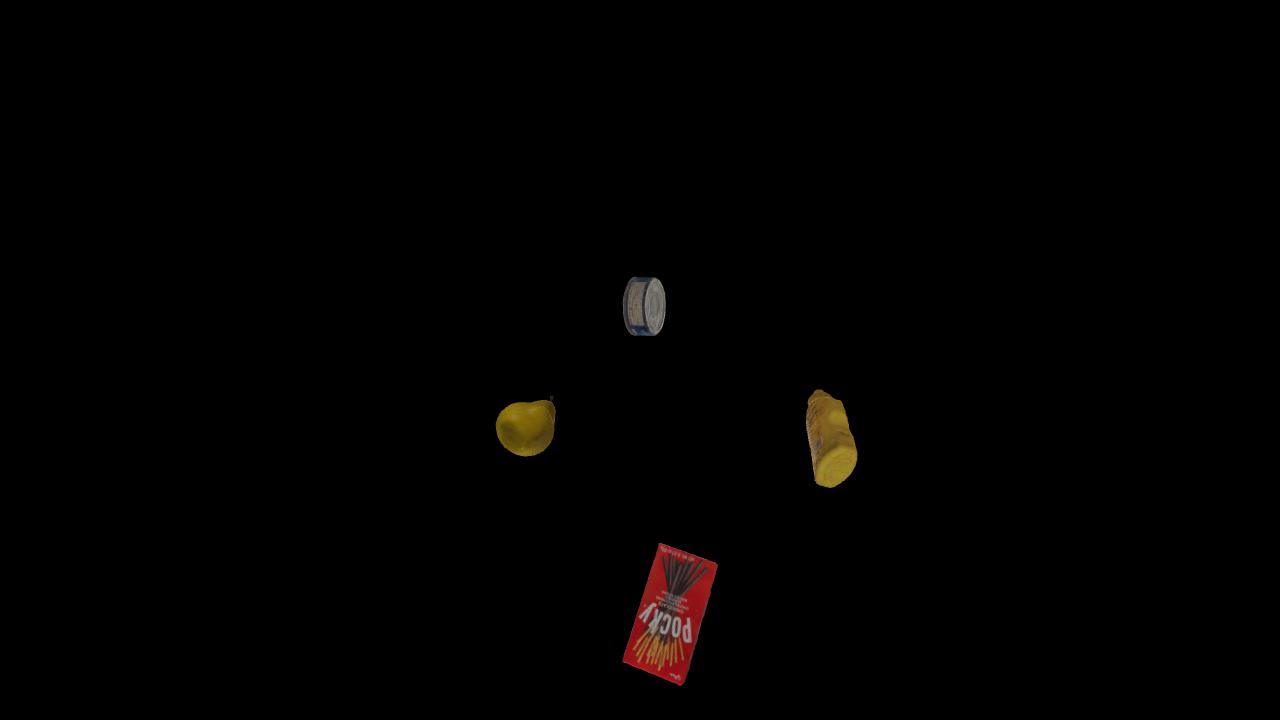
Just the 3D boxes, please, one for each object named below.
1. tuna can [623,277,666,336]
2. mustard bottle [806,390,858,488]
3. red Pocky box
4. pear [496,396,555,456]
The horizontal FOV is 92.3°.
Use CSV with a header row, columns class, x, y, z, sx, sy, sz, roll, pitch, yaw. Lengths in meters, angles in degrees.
class,x,y,z,sx,sy,sz,roll,pitch,yaw
tuna can,0.008,-0.076,0.871,0.034,0.084,0.084,3,1,23
mustard bottle,0.302,0.110,0.996,0.054,0.092,0.184,10,36,-1
red Pocky box,0.041,0.326,0.796,0.083,0.155,0.028,15,-16,14
pear,-0.144,0.085,0.860,0.080,0.080,0.111,0,22,37
